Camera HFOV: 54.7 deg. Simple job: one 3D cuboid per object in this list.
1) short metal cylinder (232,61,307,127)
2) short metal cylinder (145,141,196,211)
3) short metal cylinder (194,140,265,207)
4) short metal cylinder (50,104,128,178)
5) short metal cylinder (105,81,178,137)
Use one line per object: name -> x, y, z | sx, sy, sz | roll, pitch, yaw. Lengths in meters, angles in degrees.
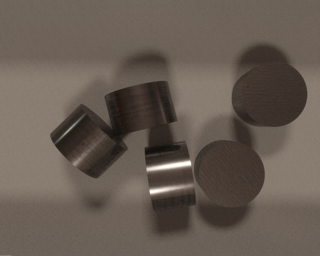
short metal cylinder -> 0.139, -0.041, 0.401 | 0.081, 0.050, 0.079 | 0, 90, -1
short metal cylinder -> 0.012, 0.059, 0.384 | 0.050, 0.080, 0.080 | -9, 90, 0
short metal cylinder -> 0.087, 0.056, 0.400 | 0.081, 0.050, 0.079 | 0, 90, -1
short metal cylinder -> -0.086, 0.016, 0.383 | 0.080, 0.080, 0.050 | 45, 90, -1
short metal cylinder -> -0.023, -0.023, 0.384 | 0.080, 0.080, 0.050 | -14, 90, 0
